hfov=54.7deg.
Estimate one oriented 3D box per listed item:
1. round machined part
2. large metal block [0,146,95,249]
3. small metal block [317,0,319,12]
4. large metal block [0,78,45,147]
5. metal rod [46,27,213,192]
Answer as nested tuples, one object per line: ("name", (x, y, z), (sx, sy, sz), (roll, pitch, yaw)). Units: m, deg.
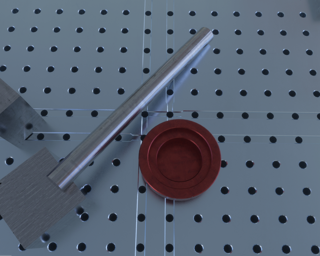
("round machined part", (0.024, 0.042, 0.388), (0.099, 0.042, 0.098), (0, 70, 0))
("large metal block", (-0.138, 0.083, 0.367), (0.080, 0.050, 0.080), (-40, 75, -13))
("small metal block", (0.280, -0.214, 0.492), (0.050, 0.025, 0.050), (-2, 70, -1))
("large metal block", (-0.206, -0.030, 0.392), (0.080, 0.080, 0.050), (38, 75, 12))
("metal rod", (-0.022, -0.040, 0.398), (0.025, 0.025, 0.301), (36, 63, 12))
